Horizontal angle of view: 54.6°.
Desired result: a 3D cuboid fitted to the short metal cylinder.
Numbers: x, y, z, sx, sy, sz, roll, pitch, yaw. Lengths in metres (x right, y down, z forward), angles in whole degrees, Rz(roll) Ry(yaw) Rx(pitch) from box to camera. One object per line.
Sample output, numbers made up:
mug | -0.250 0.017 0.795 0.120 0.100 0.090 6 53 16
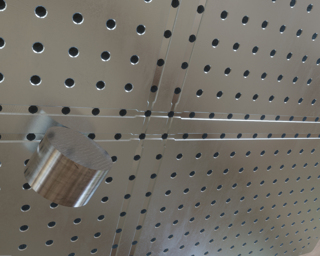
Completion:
short metal cylinder | -0.101 0.042 0.346 0.080 0.080 0.050 25 105 -37
